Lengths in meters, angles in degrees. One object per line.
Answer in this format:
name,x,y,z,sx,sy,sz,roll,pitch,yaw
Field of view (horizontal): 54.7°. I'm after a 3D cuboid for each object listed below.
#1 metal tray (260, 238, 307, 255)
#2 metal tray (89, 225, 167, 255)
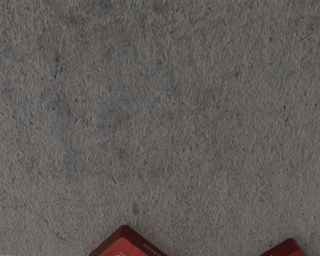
metal tray,0.185,0.246,0.500,0.130,0.030,0.090,-38,106,12
metal tray,-0.039,0.223,0.488,0.130,0.030,0.090,42,105,-14
